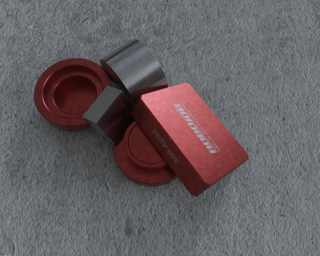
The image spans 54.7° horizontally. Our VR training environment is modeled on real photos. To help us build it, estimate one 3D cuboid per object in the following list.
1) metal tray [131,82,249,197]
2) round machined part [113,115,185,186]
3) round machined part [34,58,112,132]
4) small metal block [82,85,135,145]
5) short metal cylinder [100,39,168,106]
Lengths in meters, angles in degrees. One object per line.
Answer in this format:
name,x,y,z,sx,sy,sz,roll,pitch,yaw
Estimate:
metal tray,0.037,0.008,0.381,0.091,0.030,0.130,-22,68,-42
round machined part,-0.010,0.022,0.392,0.099,0.042,0.098,0,70,-1
round machined part,-0.111,-0.040,0.414,0.099,0.042,0.098,0,70,-1
small metal block,-0.059,-0.015,0.382,0.025,0.050,0.050,23,69,34
short metal cylinder,-0.034,-0.068,0.405,0.050,0.080,0.080,-36,74,-12
